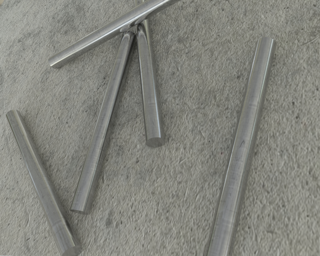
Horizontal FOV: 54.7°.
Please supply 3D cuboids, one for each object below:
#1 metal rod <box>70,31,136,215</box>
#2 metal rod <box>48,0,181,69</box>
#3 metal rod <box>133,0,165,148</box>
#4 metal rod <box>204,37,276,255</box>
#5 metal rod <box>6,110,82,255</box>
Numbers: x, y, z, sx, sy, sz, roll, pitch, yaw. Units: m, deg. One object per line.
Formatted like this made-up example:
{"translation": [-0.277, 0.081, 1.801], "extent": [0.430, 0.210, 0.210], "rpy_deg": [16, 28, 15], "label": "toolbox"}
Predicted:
{"translation": [-0.077, -0.025, 0.459], "extent": [0.025, 0.025, 0.300], "rpy_deg": [-4, 60, 26], "label": "metal rod"}
{"translation": [-0.075, -0.169, 0.520], "extent": [0.300, 0.025, 0.025], "rpy_deg": [-20, 54, 26], "label": "metal rod"}
{"translation": [-0.021, -0.105, 0.479], "extent": [0.025, 0.025, 0.299], "rpy_deg": [-19, 54, 17], "label": "metal rod"}
{"translation": [0.091, 0.023, 0.341], "extent": [0.025, 0.025, 0.300], "rpy_deg": [5, 64, 30], "label": "metal rod"}
{"translation": [-0.184, 0.063, 0.461], "extent": [0.025, 0.025, 0.300], "rpy_deg": [-42, 51, -1], "label": "metal rod"}
